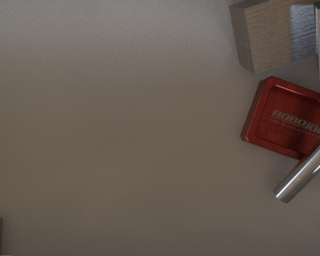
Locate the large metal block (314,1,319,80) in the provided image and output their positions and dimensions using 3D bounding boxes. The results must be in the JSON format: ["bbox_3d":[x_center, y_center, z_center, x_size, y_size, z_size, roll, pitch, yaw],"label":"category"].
[{"bbox_3d":[0.222,-0.106,0.350,0.080,0.050,0.080,-4,117,24],"label":"large metal block"}]

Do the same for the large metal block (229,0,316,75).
[{"bbox_3d":[0.140,-0.123,0.385,0.080,0.050,0.080,-19,117,0],"label":"large metal block"}]

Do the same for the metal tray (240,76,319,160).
[{"bbox_3d":[0.185,-0.004,0.411,0.131,0.030,0.090,20,90,-1],"label":"metal tray"}]

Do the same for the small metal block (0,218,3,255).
[{"bbox_3d":[-0.240,0.146,0.408,0.050,0.025,0.050,3,90,-1],"label":"small metal block"}]

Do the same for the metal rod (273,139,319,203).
[{"bbox_3d":[0.228,-0.024,0.340,0.025,0.025,0.298,31,117,-1],"label":"metal rod"}]
